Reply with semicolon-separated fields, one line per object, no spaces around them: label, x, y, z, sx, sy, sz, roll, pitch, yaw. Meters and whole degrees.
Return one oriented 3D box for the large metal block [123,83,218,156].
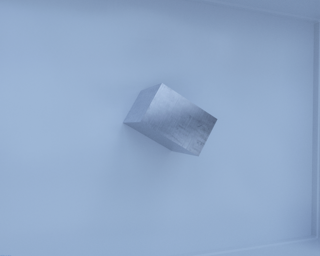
large metal block;0.009;-0.009;0.386;0.080;0.080;0.050;31;80;-18
